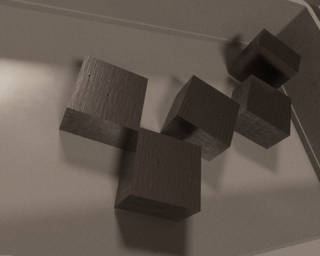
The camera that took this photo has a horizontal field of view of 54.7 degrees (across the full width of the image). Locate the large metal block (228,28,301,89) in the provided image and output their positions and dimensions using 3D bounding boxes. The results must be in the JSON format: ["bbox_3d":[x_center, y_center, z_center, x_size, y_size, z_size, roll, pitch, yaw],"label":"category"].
[{"bbox_3d":[0.180,-0.109,0.537,0.080,0.080,0.050,34,51,-6],"label":"large metal block"}]

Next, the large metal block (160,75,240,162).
[{"bbox_3d":[0.057,-0.013,0.431,0.080,0.050,0.080,31,52,-9],"label":"large metal block"}]

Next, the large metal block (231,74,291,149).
[{"bbox_3d":[0.158,-0.026,0.493,0.080,0.050,0.080,28,52,-11],"label":"large metal block"}]

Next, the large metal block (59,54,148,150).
[{"bbox_3d":[-0.066,-0.030,0.374,0.081,0.050,0.080,19,54,-17],"label":"large metal block"}]

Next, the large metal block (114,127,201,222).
[{"bbox_3d":[0.000,0.055,0.357,0.081,0.050,0.080,18,55,-18],"label":"large metal block"}]
